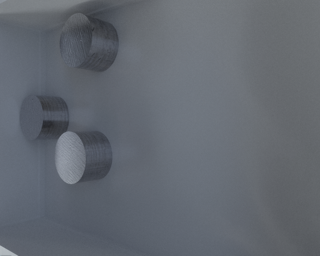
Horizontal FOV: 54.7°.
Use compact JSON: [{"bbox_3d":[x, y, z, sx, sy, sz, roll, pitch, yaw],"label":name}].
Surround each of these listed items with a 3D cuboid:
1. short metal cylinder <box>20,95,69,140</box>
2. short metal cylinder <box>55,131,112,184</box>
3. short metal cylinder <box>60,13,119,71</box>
[{"bbox_3d":[-0.209,-0.019,0.560,0.080,0.050,0.079,0,90,39],"label":"short metal cylinder"},{"bbox_3d":[-0.121,0.045,0.488,0.080,0.050,0.079,0,90,39],"label":"short metal cylinder"},{"bbox_3d":[-0.110,-0.130,0.479,0.080,0.050,0.079,0,90,39],"label":"short metal cylinder"}]
